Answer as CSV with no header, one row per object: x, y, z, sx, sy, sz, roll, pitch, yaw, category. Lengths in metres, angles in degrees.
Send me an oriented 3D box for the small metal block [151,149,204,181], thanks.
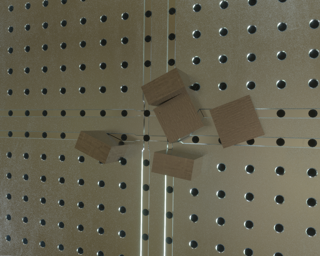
0.023,0.045,0.391,0.050,0.050,0.025,10,94,20,small metal block

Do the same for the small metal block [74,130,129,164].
-0.079,0.025,0.428,0.050,0.050,0.025,25,98,18,small metal block

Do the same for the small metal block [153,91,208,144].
0.027,-0.013,0.403,0.050,0.025,0.050,-28,81,18,small metal block

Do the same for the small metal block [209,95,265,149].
0.095,-0.007,0.379,0.050,0.025,0.050,-21,83,18,small metal block

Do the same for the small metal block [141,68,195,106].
0.011,-0.050,0.396,0.050,0.050,0.025,-26,81,18,small metal block
